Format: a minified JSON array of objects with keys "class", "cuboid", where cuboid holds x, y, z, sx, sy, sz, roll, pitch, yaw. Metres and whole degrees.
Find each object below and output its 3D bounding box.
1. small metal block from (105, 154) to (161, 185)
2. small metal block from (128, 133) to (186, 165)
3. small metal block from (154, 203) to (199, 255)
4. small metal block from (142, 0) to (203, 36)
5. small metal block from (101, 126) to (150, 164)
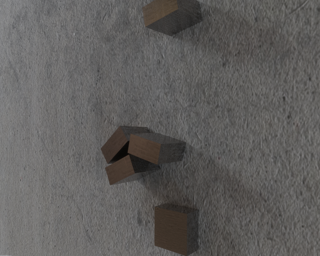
[{"class":"small metal block","cuboid":[-0.036,0.055,0.419,0.050,0.050,0.025,-30,71,36]},{"class":"small metal block","cuboid":[-0.004,0.025,0.392,0.050,0.050,0.025,17,101,38]},{"class":"small metal block","cuboid":[0.020,0.125,0.388,0.050,0.025,0.050,1,90,40]},{"class":"small metal block","cuboid":[0.015,-0.138,0.376,0.050,0.050,0.025,-14,81,39]},{"class":"small metal block","cuboid":[-0.044,0.023,0.424,0.050,0.050,0.025,-47,59,30]}]
